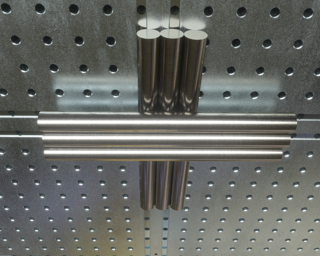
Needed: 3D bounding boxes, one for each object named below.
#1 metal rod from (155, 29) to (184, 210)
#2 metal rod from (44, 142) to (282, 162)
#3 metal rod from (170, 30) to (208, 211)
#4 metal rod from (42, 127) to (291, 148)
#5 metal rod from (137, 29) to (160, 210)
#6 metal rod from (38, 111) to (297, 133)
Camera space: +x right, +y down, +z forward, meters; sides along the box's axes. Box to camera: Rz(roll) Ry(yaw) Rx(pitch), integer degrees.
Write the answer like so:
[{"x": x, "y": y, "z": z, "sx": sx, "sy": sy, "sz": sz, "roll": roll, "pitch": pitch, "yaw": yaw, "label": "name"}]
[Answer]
[{"x": 0.008, "y": 0.014, "z": 0.423, "sx": 0.025, "sy": 0.025, "sz": 0.298, "roll": 1, "pitch": 130, "yaw": -1, "label": "metal rod"}, {"x": 0.005, "y": 0.031, "z": 0.405, "sx": 0.302, "sy": 0.025, "sz": 0.025, "roll": 0, "pitch": 130, "yaw": -1, "label": "metal rod"}, {"x": 0.033, "y": 0.015, "z": 0.424, "sx": 0.025, "sy": 0.025, "sz": 0.298, "roll": 1, "pitch": 130, "yaw": -1, "label": "metal rod"}, {"x": 0.009, "y": 0.012, "z": 0.389, "sx": 0.302, "sy": 0.025, "sz": 0.025, "roll": 0, "pitch": 130, "yaw": -1, "label": "metal rod"}, {"x": -0.017, "y": 0.014, "z": 0.423, "sx": 0.025, "sy": 0.025, "sz": 0.298, "roll": 1, "pitch": 130, "yaw": -1, "label": "metal rod"}, {"x": 0.009, "y": -0.007, "z": 0.372, "sx": 0.302, "sy": 0.025, "sz": 0.025, "roll": 0, "pitch": 130, "yaw": -1, "label": "metal rod"}]
